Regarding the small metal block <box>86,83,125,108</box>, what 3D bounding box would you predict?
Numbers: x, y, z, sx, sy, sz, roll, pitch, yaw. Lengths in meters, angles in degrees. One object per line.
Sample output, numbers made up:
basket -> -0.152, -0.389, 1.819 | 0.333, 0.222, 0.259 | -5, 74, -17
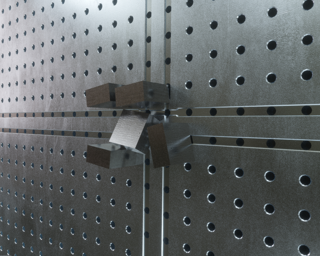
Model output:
small metal block -> -0.071, -0.045, 0.449 | 0.050, 0.050, 0.025 | -9, 84, 39

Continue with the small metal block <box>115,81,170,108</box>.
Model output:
small metal block -> -0.023, -0.043, 0.410 | 0.050, 0.050, 0.025 | -7, 85, 39

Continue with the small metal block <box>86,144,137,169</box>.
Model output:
small metal block -> -0.070, 0.039, 0.448 | 0.050, 0.050, 0.025 | 9, 96, 39

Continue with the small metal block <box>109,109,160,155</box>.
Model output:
small metal block -> -0.035, 0.005, 0.424 | 0.050, 0.025, 0.050 | 11, 73, 39

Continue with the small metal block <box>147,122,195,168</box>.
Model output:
small metal block -> 0.014, 0.020, 0.380 | 0.025, 0.050, 0.050 | -17, 79, 38
